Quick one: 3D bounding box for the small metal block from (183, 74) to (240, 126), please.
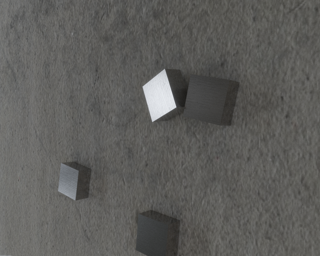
[{"bbox_3d":[0.058,-0.032,0.356,0.050,0.025,0.050,17,100,38],"label":"small metal block"}]

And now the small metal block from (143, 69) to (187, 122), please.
[{"bbox_3d":[0.008,-0.040,0.390,0.050,0.025,0.050,-30,71,48],"label":"small metal block"}]

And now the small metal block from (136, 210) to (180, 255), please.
[{"bbox_3d":[-0.003,0.141,0.406,0.050,0.025,0.050,8,95,39],"label":"small metal block"}]

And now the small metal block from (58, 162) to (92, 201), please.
[{"bbox_3d":[-0.144,0.088,0.521,0.050,0.025,0.050,13,98,39],"label":"small metal block"}]
